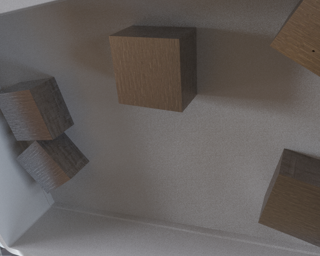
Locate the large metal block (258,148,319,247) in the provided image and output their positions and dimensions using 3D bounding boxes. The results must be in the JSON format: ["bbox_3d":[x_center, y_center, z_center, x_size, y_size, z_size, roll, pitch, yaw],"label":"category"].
[{"bbox_3d":[0.168,0.081,0.354,0.080,0.050,0.079,19,126,17],"label":"large metal block"}]

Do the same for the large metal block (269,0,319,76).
[{"bbox_3d":[0.150,-0.085,0.244,0.080,0.050,0.080,34,150,6],"label":"large metal block"}]

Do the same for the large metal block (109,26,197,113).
[{"bbox_3d":[-0.005,-0.069,0.352,0.080,0.050,0.079,9,123,23],"label":"large metal block"}]

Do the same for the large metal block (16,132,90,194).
[{"bbox_3d":[-0.181,0.054,0.522,0.080,0.050,0.080,-32,101,38],"label":"large metal block"}]

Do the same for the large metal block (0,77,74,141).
[{"bbox_3d":[-0.192,-0.028,0.477,0.080,0.050,0.080,-2,117,29],"label":"large metal block"}]
